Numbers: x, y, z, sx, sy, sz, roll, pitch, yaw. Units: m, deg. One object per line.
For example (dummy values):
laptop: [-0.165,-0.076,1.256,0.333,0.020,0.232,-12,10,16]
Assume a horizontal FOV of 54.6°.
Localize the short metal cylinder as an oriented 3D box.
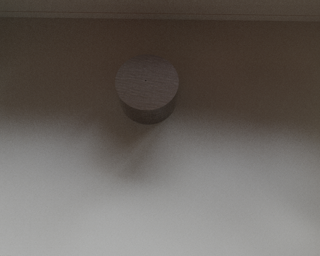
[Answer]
short metal cylinder: [-0.016,-0.051,0.415,0.080,0.050,0.080,0,70,0]
